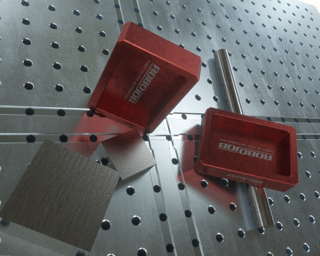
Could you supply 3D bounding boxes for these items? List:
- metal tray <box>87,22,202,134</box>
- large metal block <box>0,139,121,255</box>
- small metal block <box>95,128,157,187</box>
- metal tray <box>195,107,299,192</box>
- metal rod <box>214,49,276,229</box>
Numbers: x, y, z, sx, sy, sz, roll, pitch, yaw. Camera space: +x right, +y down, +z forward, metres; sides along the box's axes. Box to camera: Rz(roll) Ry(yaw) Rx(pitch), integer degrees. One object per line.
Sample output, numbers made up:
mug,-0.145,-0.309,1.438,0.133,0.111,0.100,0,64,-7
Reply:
metal tray,-0.023,-0.049,0.360,0.090,0.129,0.030,23,53,-15
large metal block,-0.095,0.070,0.299,0.080,0.050,0.080,27,52,-12
small metal block,-0.040,0.034,0.367,0.050,0.025,0.050,-22,74,-36
metal tray,0.119,0.029,0.426,0.131,0.030,0.090,13,59,-2
metal rod,0.123,-0.001,0.477,0.025,0.025,0.299,8,58,-25
